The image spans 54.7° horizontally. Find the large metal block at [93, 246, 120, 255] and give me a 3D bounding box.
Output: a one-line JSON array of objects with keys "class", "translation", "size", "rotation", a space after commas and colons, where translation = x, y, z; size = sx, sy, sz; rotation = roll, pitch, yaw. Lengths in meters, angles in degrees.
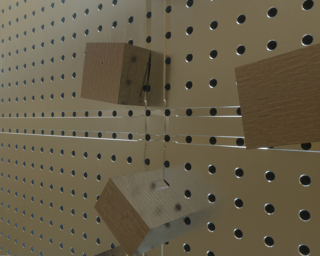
[{"class": "large metal block", "translation": [-0.095, 0.236, 0.469], "size": [0.080, 0.050, 0.080], "rotation": [-34, 69, 34]}]

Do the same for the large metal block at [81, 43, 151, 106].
[{"class": "large metal block", "translation": [-0.065, -0.077, 0.444], "size": [0.080, 0.050, 0.079], "rotation": [13, 98, 39]}]

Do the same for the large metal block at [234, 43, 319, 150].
[{"class": "large metal block", "translation": [0.124, -0.025, 0.290], "size": [0.080, 0.050, 0.080], "rotation": [-11, 83, 39]}]

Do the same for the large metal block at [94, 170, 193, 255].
[{"class": "large metal block", "translation": [-0.021, 0.103, 0.389], "size": [0.080, 0.081, 0.050], "rotation": [44, 116, 31]}]
